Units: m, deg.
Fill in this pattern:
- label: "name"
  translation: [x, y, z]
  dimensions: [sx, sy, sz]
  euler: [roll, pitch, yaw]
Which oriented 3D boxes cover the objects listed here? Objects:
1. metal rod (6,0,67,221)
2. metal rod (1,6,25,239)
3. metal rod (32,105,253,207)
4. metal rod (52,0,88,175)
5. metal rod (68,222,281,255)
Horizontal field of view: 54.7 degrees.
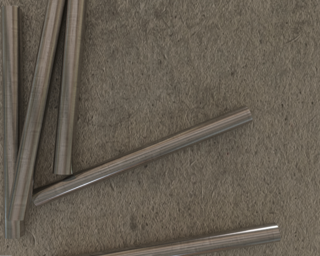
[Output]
- label: "metal rod"
  translation: [-0.155, -0.035, 0.397]
  dimensions: [0.025, 0.025, 0.298]
  euler: [9, 86, 0]
- label: "metal rod"
  translation: [-0.194, -0.007, 0.408]
  dimensions: [0.025, 0.025, 0.298]
  euler: [-1, 90, 0]
- label: "metal rod"
  translation: [-0.023, 0.037, 0.409]
  dimensions: [0.301, 0.025, 0.025]
  euler: [-22, 90, 0]
- label: "metal rod"
  translation: [-0.114, -0.091, 0.402]
  dimensions: [0.025, 0.025, 0.298]
  euler: [4, 88, 0]
- label: "metal rod"
  translation: [0.006, 0.162, 0.409]
  dimensions: [0.302, 0.025, 0.025]
  euler: [-9, 90, 0]
